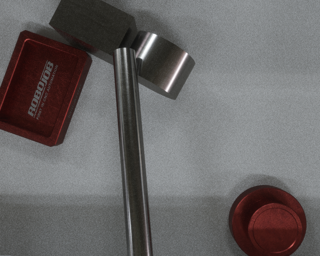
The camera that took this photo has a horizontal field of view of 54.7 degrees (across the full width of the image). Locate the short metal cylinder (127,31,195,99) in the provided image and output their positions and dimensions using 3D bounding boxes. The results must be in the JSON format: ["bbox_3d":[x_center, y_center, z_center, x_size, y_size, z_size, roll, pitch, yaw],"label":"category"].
[{"bbox_3d":[-0.004,-0.076,0.384,0.080,0.080,0.050,28,90,-1],"label":"short metal cylinder"}]

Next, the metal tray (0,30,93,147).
[{"bbox_3d":[-0.155,-0.050,0.406,0.090,0.030,0.129,20,90,-1],"label":"metal tray"}]

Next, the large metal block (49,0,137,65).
[{"bbox_3d":[-0.076,-0.119,0.383,0.080,0.080,0.050,27,90,-1],"label":"large metal block"}]

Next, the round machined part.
[{"bbox_3d":[0.143,0.127,0.405,0.099,0.042,0.097,0,90,-1],"label":"round machined part"}]

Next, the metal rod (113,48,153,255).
[{"bbox_3d":[-0.025,0.064,0.314,0.025,0.025,0.298,-5,80,-1],"label":"metal rod"}]
